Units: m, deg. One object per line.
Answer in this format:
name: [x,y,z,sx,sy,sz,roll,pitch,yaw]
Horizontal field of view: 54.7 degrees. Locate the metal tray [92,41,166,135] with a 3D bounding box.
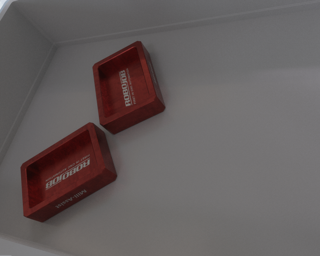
metal tray: [-0.051,-0.064,0.468,0.090,0.030,0.130,-25,53,13]

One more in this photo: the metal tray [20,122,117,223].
metal tray: [-0.131,0.061,0.434,0.130,0.030,0.090,-31,52,8]
